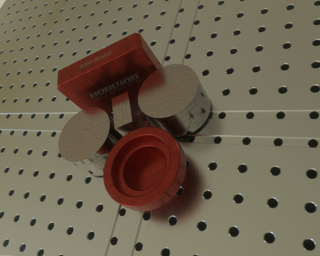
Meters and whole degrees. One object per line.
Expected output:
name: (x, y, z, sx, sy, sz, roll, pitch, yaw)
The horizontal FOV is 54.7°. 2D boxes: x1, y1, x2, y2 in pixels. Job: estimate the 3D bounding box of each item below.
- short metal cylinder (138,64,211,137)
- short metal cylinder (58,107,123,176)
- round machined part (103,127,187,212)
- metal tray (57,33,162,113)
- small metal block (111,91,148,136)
short metal cylinder: (0.019, -0.035, 0.399, 0.080, 0.050, 0.080, -13, 56, 21)
short metal cylinder: (-0.089, 0.019, 0.422, 0.080, 0.050, 0.080, -13, 56, 21)
round machined part: (-0.014, 0.051, 0.368, 0.098, 0.042, 0.098, -13, 56, 21)
metal tray: (-0.065, -0.068, 0.436, 0.130, 0.090, 0.030, -22, 54, 16)
small metal block: (-0.039, -0.012, 0.414, 0.025, 0.050, 0.050, -23, 53, 15)
